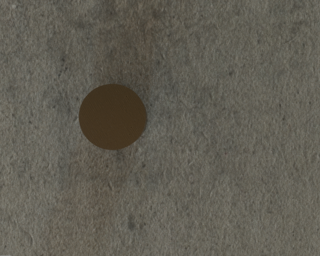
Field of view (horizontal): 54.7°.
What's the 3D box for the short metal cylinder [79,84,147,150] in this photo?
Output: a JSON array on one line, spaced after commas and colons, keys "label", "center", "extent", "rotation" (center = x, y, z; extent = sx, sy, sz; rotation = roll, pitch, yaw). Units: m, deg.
[{"label": "short metal cylinder", "center": [-0.057, -0.013, 0.397], "extent": [0.081, 0.050, 0.079], "rotation": [0, 90, -1]}]
